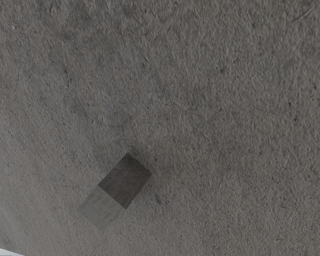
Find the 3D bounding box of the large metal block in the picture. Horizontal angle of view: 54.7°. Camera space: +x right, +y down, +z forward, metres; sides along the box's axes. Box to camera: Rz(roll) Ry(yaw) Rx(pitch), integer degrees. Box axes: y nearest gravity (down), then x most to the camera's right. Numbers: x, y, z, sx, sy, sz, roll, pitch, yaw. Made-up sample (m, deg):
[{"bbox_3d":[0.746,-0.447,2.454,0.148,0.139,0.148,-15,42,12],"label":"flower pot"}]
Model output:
[{"bbox_3d":[-0.068,0.096,0.466,0.050,0.080,0.080,41,129,0],"label":"large metal block"}]
